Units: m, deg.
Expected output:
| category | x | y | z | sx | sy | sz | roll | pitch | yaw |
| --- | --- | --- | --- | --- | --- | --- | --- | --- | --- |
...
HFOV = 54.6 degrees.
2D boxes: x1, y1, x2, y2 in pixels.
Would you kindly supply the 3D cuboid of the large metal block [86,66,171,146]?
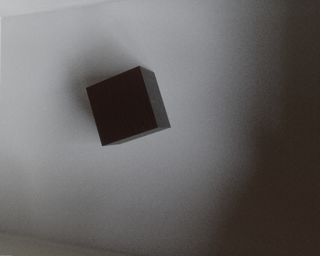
| category | x | y | z | sx | sy | sz | roll | pitch | yaw |
| --- | --- | --- | --- | --- | --- | --- | --- | --- | --- |
| large metal block | -0.041 | -0.027 | 0.412 | 0.080 | 0.050 | 0.080 | -19 | 84 | 19 |
